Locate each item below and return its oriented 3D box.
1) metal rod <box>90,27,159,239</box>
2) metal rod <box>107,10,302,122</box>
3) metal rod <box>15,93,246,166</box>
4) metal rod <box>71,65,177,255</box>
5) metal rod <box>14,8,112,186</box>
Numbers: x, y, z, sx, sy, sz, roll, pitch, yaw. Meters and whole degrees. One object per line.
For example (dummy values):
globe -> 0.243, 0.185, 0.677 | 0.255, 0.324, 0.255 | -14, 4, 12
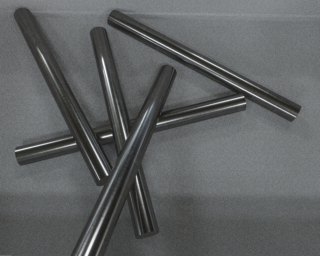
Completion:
metal rod -> -0.052, -0.016, 0.388 | 0.025, 0.025, 0.299 | -14, 61, -6
metal rod -> 0.056, -0.093, 0.444 | 0.301, 0.025, 0.025 | 30, 73, 10
metal rod -> -0.033, 0.000, 0.409 | 0.302, 0.025, 0.025 | -14, 71, -6
metal rod -> -0.028, 0.023, 0.338 | 0.025, 0.025, 0.301 | 16, 46, 5
metal rod -> -0.135, -0.056, 0.410 | 0.025, 0.025, 0.299 | -28, 66, -10
